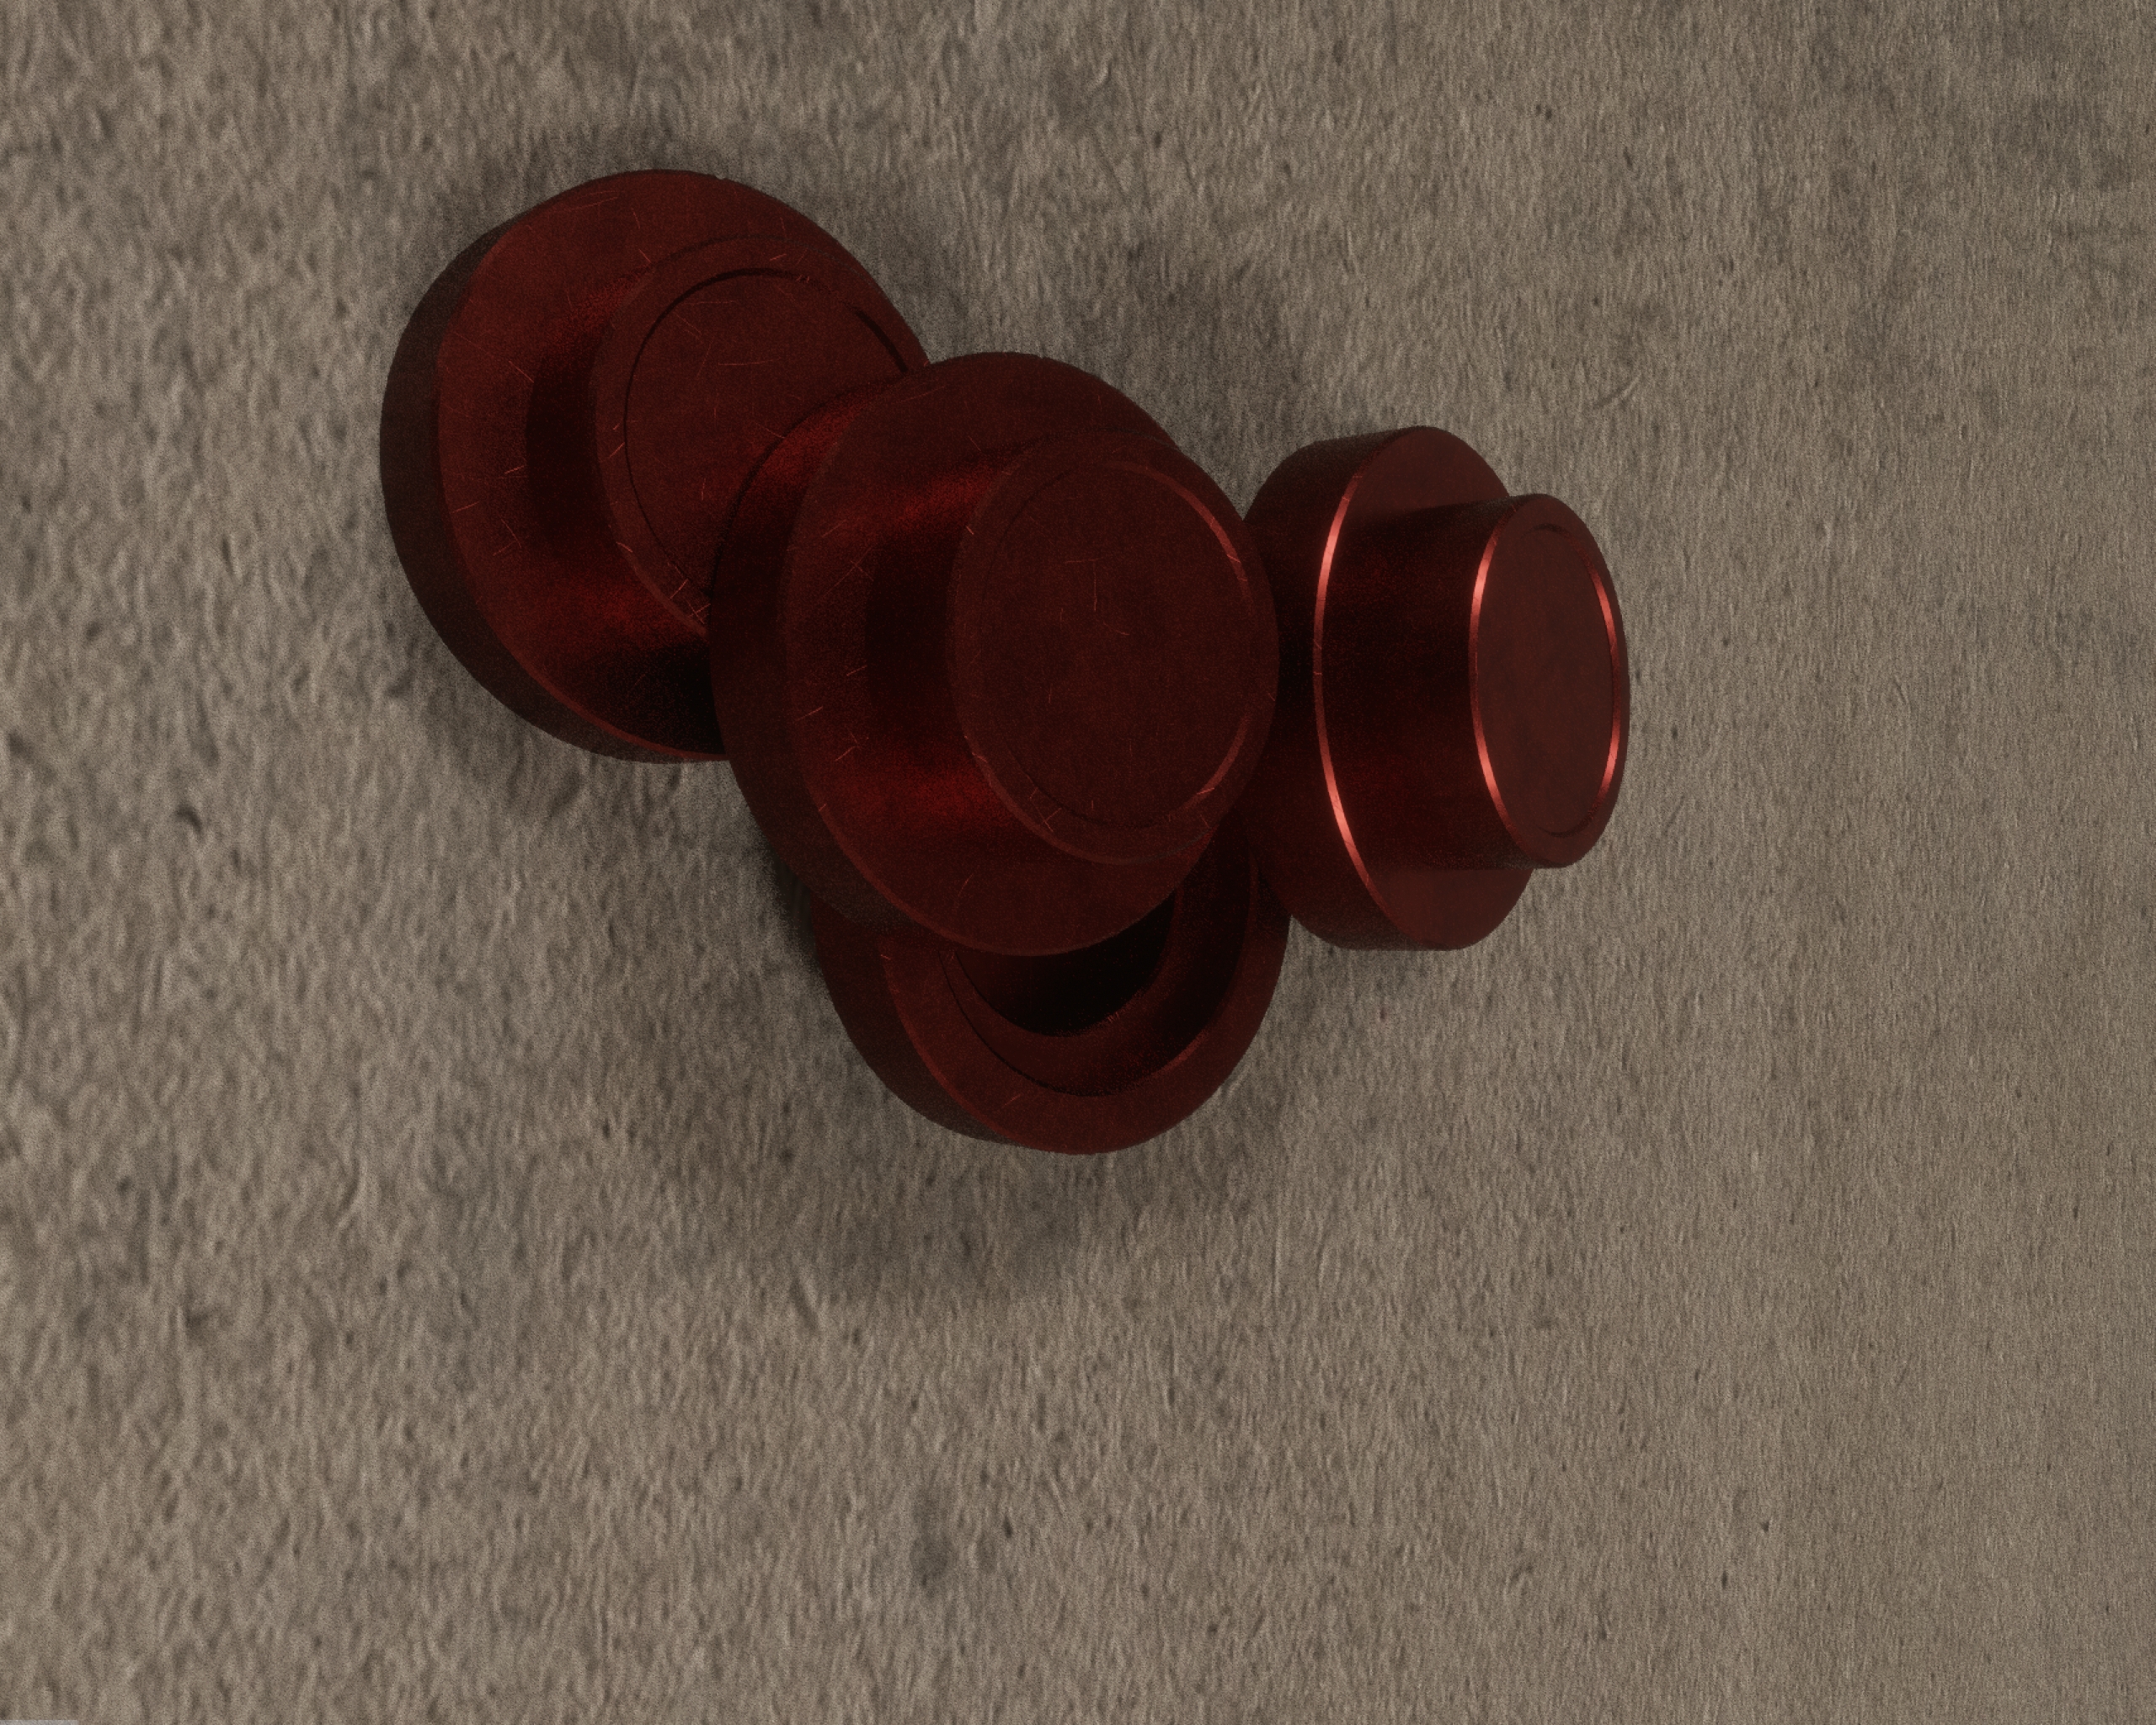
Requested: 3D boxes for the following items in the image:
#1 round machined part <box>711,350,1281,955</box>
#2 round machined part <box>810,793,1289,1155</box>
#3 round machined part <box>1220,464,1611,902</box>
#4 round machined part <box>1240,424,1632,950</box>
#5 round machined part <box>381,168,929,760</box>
[{"bbox_3d":[-0.006,-0.034,0.337,0.099,0.042,0.097,0,90,-40],"label":"round machined part"},{"bbox_3d":[-0.009,0.004,0.389,0.099,0.042,0.097,0,90,-40],"label":"round machined part"},{"bbox_3d":[0.081,-0.040,0.465,0.099,0.042,0.097,0,90,-40],"label":"round machined part"},{"bbox_3d":[0.070,-0.032,0.388,0.099,0.042,0.097,3,87,-53],"label":"round machined part"},{"bbox_3d":[-0.059,-0.066,0.346,0.099,0.042,0.097,0,90,-40],"label":"round machined part"}]
